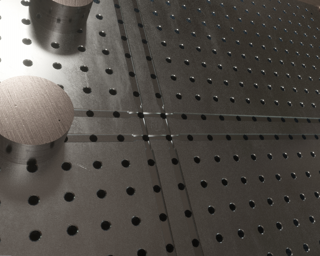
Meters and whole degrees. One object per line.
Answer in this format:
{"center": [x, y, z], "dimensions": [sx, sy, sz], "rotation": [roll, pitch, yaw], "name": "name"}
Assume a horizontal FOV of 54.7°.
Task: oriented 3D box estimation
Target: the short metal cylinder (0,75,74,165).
{"center": [-0.136, -0.008, 0.324], "dimensions": [0.081, 0.050, 0.080], "rotation": [14, 56, -21], "name": "short metal cylinder"}

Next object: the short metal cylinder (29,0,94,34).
{"center": [-0.136, -0.179, 0.429], "dimensions": [0.081, 0.050, 0.080], "rotation": [14, 56, -21], "name": "short metal cylinder"}
